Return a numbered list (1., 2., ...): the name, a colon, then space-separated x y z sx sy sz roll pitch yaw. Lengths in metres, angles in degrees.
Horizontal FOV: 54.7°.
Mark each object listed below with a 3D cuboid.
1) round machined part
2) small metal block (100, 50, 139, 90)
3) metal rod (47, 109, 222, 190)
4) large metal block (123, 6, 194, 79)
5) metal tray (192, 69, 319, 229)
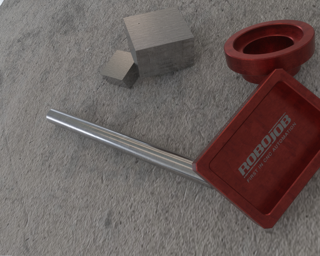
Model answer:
1. round machined part: 0.129 -0.087 0.365 0.098 0.042 0.098 -14 36 10
2. small metal block: -0.058 -0.093 0.491 0.050 0.025 0.050 21 73 35
3. metal rod: -0.057 0.018 0.422 0.300 0.025 0.025 18 71 34
4. large metal block: -0.002 -0.125 0.449 0.081 0.050 0.080 -15 53 -7
5. metal tray: 0.106 0.018 0.303 0.090 0.030 0.130 41 83 3
